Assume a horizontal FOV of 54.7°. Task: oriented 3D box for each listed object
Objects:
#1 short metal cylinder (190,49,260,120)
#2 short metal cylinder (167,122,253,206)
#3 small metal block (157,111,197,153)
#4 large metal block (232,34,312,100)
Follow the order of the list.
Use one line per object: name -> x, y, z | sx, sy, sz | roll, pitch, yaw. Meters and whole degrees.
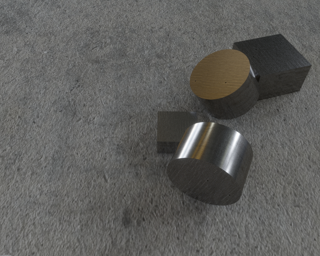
short metal cylinder -> 0.087, -0.058, 0.415 | 0.080, 0.050, 0.080 | -16, 53, 23
short metal cylinder -> 0.054, 0.040, 0.335 | 0.080, 0.080, 0.050 | 19, 53, 15
small metal block -> 0.022, 0.005, 0.399 | 0.050, 0.025, 0.050 | 1, 50, 1
large metal block -> 0.161, -0.092, 0.465 | 0.081, 0.050, 0.080 | -14, 51, -11
